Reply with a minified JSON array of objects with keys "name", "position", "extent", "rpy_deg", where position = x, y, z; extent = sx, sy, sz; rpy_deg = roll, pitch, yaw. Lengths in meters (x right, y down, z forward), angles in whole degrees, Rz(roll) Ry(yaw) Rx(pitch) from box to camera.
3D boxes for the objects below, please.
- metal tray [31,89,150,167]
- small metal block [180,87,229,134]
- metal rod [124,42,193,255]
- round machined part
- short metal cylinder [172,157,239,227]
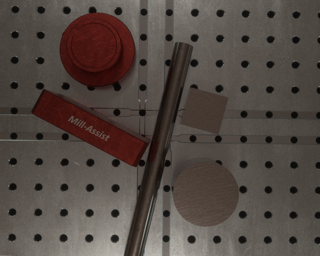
[{"name":"metal tray","position":[-0.077,0.000,0.379],"extent":[0.130,0.090,0.030],"rpy_deg":[28,90,-1]},{"name":"small metal block","position":[0.058,-0.022,0.414],"extent":[0.050,0.025,0.050],"rpy_deg":[15,90,-1]},{"name":"metal rod","position":[-0.003,0.035,0.413],"extent":[0.025,0.025,0.298],"rpy_deg":[14,90,-1]},{"name":"round machined part","position":[-0.082,-0.102,0.404],"extent":[0.099,0.042,0.097],"rpy_deg":[0,90,-1]},{"name":"short metal cylinder","position":[0.056,0.080,0.402],"extent":[0.081,0.050,0.079],"rpy_deg":[0,90,-1]}]
